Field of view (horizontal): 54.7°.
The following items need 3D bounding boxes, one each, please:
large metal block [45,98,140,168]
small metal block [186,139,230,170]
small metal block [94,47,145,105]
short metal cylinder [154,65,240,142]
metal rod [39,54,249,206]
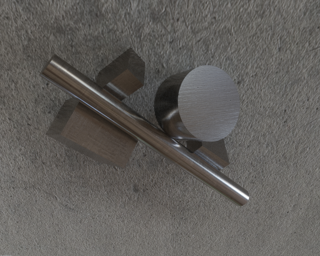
[{"bbox_3d":[-0.081,0.005,0.372,0.080,0.050,0.080,33,163,-26],"label":"large metal block"},{"bbox_3d":[0.062,0.025,0.411,0.050,0.050,0.025,33,122,-25],"label":"small metal block"},{"bbox_3d":[-0.044,-0.056,0.345,0.050,0.050,0.025,-31,124,23],"label":"small metal block"},{"bbox_3d":[0.041,-0.025,0.344,0.080,0.080,0.050,32,164,-24],"label":"short metal cylinder"},{"bbox_3d":[0.003,0.018,0.359,0.301,0.025,0.025,36,121,-27],"label":"metal rod"}]
